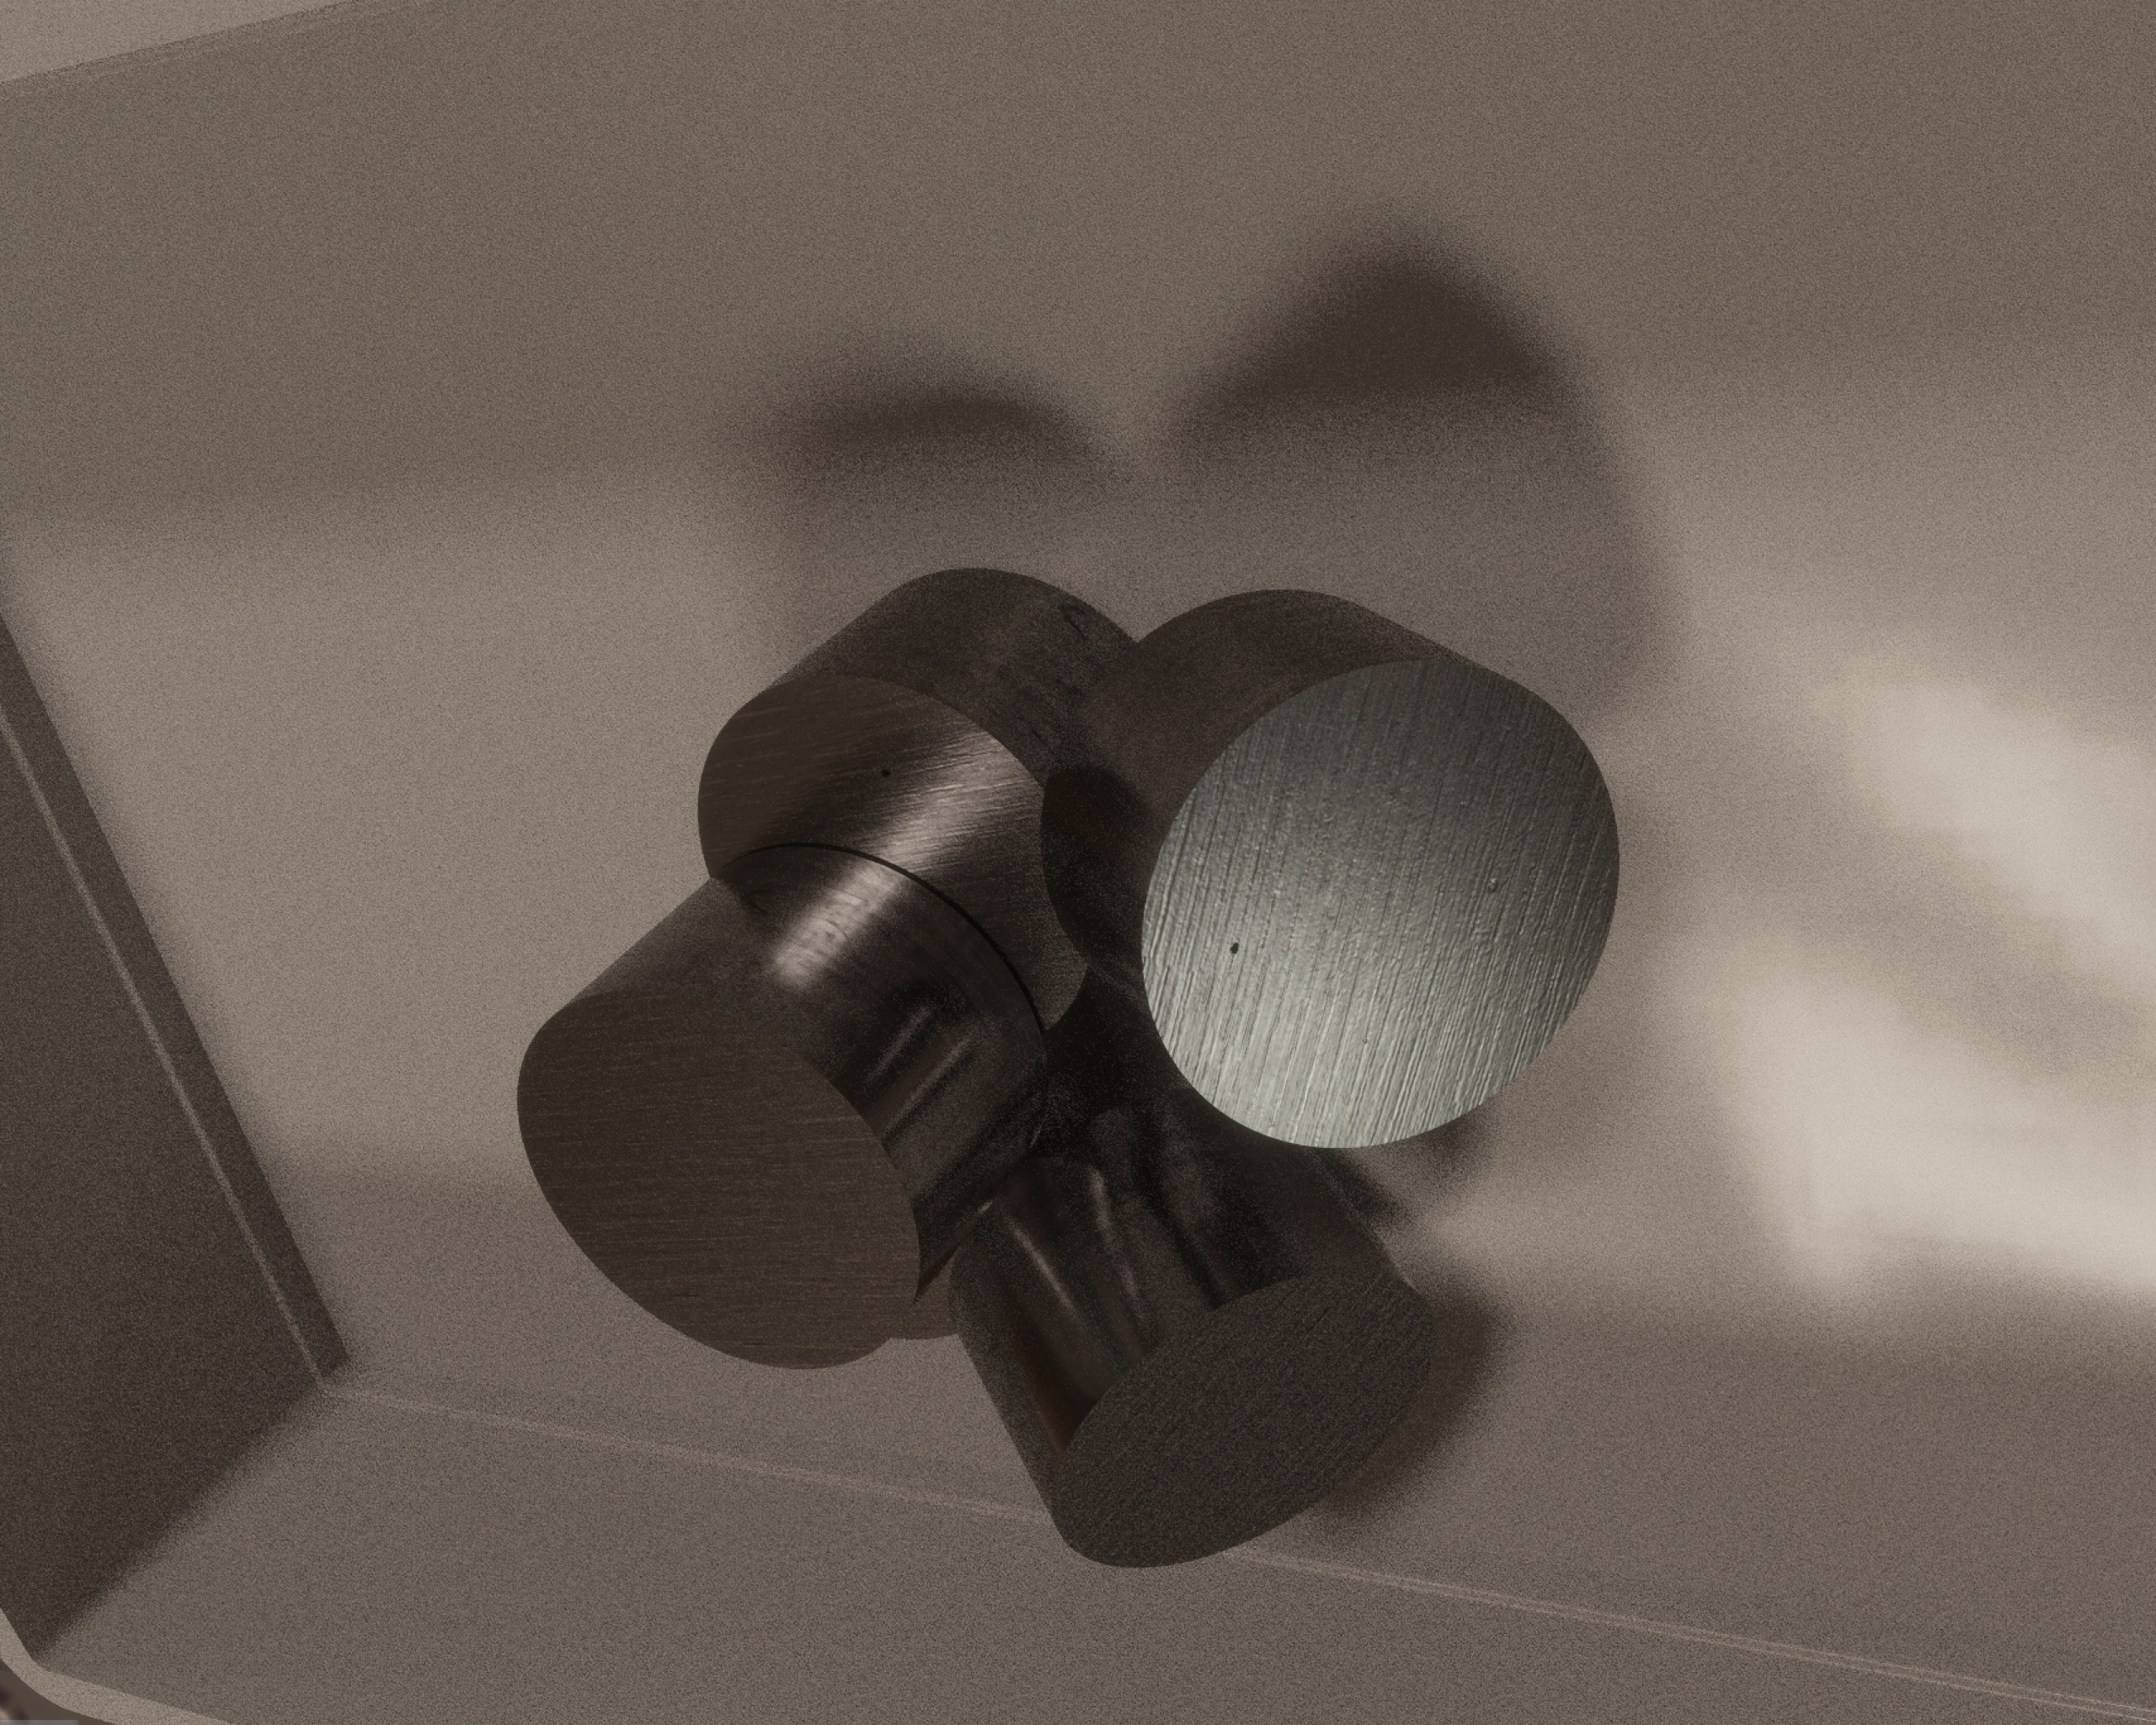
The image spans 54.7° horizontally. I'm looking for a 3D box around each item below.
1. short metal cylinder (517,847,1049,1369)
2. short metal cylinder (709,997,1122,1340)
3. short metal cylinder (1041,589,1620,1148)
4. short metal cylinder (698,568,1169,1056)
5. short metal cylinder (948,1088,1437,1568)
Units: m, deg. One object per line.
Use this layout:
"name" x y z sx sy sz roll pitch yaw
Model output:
"short metal cylinder" -0.052 0.044 0.377 0.080 0.050 0.079 13 124 20
"short metal cylinder" -0.038 0.054 0.443 0.080 0.050 0.079 13 124 20
"short metal cylinder" 0.040 0.000 0.342 0.081 0.050 0.079 -7 111 -17
"short metal cylinder" -0.024 -0.009 0.395 0.080 0.050 0.079 13 124 20
"short metal cylinder" 0.022 0.090 0.405 0.050 0.081 0.079 54 144 44
